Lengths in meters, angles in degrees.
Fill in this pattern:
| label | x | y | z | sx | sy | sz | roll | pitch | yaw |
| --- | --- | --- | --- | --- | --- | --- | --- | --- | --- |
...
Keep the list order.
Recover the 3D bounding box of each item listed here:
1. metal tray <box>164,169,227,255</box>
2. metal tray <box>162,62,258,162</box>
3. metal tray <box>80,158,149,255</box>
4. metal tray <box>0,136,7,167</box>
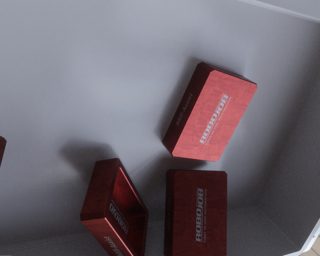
| label | x | y | z | sx | sy | sz | roll | pitch | yaw |
| --- | --- | --- | --- | --- | --- | --- | --- | --- | --- |
| metal tray | 0.055 | 0.129 | 0.466 | 0.091 | 0.030 | 0.129 | 5 | 82 | -23 |
| metal tray | 0.069 | -0.018 | 0.434 | 0.091 | 0.030 | 0.129 | 11 | 113 | -33 |
| metal tray | -0.053 | 0.114 | 0.407 | 0.030 | 0.090 | 0.129 | -11 | 129 | 14 |
| metal tray | -0.205 | 0.070 | 0.300 | 0.030 | 0.090 | 0.129 | 26 | 109 | 7 |
